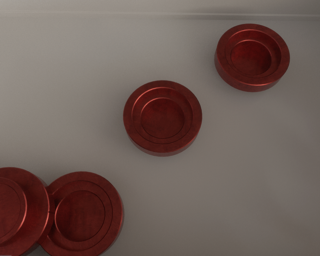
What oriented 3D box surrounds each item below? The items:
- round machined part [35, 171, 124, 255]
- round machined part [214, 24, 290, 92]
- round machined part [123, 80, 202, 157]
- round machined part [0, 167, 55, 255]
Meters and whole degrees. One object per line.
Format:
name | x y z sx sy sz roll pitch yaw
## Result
round machined part | -0.091 0.103 0.362 0.099 0.042 0.098 0 70 0
round machined part | 0.125 -0.094 0.436 0.099 0.042 0.098 0 70 0
round machined part | 0.003 -0.010 0.404 0.099 0.042 0.098 0 70 0
round machined part | -0.165 0.088 0.322 0.099 0.042 0.098 0 70 -1
